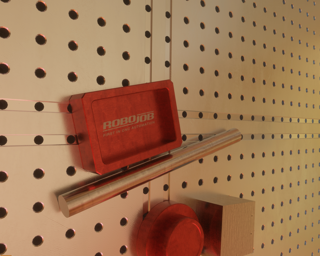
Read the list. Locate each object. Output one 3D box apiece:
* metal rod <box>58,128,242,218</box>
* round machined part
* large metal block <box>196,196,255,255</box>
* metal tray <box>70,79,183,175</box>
[{"bbox_3d":[0.012,0.047,0.419,0.302,0.025,0.025,-17,101,-39],"label":"metal rod"},{"bbox_3d":[0.021,0.151,0.416,0.099,0.042,0.097,0,90,-40],"label":"round machined part"},{"bbox_3d":[0.101,0.152,0.478,0.081,0.050,0.080,6,87,-40],"label":"large metal block"},{"bbox_3d":[-0.035,-0.006,0.376,0.131,0.030,0.089,-16,100,-39],"label":"metal tray"}]
